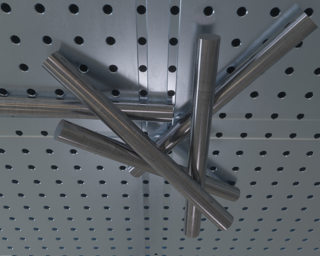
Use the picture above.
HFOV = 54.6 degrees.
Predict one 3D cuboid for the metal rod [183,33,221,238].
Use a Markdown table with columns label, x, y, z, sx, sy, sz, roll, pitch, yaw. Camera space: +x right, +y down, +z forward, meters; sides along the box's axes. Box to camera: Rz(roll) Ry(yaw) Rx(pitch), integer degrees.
| label | x | y | z | sx | sy | sz | roll | pitch | yaw |
| --- | --- | --- | --- | --- | --- | --- | --- | --- | --- |
| metal rod | 0.049 | 0.033 | 0.397 | 0.025 | 0.025 | 0.298 | 0 | 122 | 0 |

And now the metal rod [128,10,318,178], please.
| label | x | y | z | sx | sy | sz | roll | pitch | yaw |
| --- | --- | --- | --- | --- | --- | --- | --- | --- | --- |
| metal rod | 0.058 | -0.024 | 0.391 | 0.025 | 0.025 | 0.299 | 32 | 123 | -25 |

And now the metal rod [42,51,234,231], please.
| label | x | y | z | sx | sy | sz | roll | pitch | yaw |
| --- | --- | --- | --- | --- | --- | --- | --- | --- | --- |
| metal rod | -0.017 | 0.024 | 0.379 | 0.300 | 0.025 | 0.025 | 44 | 119 | -13 |

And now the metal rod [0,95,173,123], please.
| label | x | y | z | sx | sy | sz | roll | pitch | yaw |
| --- | --- | --- | --- | --- | --- | --- | --- | --- | --- |
| metal rod | -0.135 | -0.025 | 0.388 | 0.302 | 0.025 | 0.025 | 3 | 130 | -3 |

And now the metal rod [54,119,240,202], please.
| label | x | y | z | sx | sy | sz | roll | pitch | yaw |
| --- | --- | --- | --- | --- | --- | --- | --- | --- | --- |
| metal rod | 0.004 | 0.054 | 0.425 | 0.302 | 0.025 | 0.025 | 24 | 127 | -32 |
